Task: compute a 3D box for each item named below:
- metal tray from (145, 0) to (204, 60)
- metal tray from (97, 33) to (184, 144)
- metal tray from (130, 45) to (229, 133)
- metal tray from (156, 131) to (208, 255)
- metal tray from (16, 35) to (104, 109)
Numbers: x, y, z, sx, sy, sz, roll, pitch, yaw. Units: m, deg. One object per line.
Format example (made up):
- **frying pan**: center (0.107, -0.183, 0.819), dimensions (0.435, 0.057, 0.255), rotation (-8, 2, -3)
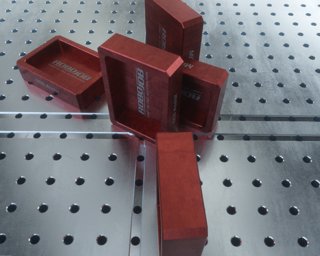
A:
- **metal tray**: center (0.016, -0.112, 0.434), dimensions (0.030, 0.129, 0.090), rotation (-26, 55, -20)
- **metal tray**: center (-0.022, -0.039, 0.372), dimensions (0.090, 0.129, 0.030), rotation (25, 54, 19)
- **metal tray**: center (0.018, -0.052, 0.409), dimensions (0.130, 0.089, 0.030), rotation (22, 54, 17)
- **metal tray**: center (0.014, 0.076, 0.276), dimensions (0.030, 0.129, 0.090), rotation (-2, 50, -2)
- **metal tray**: center (-0.140, -0.090, 0.477), dimensions (0.130, 0.030, 0.090), rotation (27, 55, 20)
